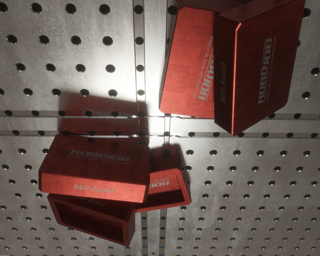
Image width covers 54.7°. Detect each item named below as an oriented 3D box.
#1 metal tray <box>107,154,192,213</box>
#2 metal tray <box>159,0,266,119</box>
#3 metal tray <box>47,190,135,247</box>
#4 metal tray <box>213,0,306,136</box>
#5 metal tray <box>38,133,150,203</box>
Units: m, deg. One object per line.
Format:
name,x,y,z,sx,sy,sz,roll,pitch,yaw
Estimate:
metal tray,-0.023,0.092,0.486,0.131,0.030,0.090,-11,130,8
metal tray,0.052,-0.072,0.348,0.091,0.030,0.129,6,130,-6
metal tray,-0.106,0.138,0.494,0.131,0.030,0.089,14,137,10
metal tray,0.101,-0.064,0.326,0.091,0.030,0.129,-28,134,-21
metal tray,-0.080,0.050,0.407,0.131,0.090,0.030,8,119,-7
